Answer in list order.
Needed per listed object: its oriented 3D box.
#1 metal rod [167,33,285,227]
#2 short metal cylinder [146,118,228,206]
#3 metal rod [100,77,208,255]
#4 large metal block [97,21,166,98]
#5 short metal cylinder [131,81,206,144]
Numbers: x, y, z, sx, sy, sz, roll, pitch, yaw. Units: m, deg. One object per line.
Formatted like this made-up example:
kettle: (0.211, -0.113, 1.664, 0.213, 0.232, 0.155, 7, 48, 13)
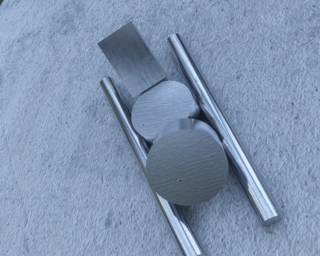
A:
metal rod: (0.065, -0.023, 0.385, 0.025, 0.025, 0.299, -28, 52, 10)
short metal cylinder: (0.028, 0.034, 0.327, 0.080, 0.080, 0.050, -28, 10, 10)
metal rod: (-0.024, 0.029, 0.399, 0.025, 0.025, 0.300, -35, 51, 5)
large metal block: (-0.034, -0.093, 0.425, 0.050, 0.080, 0.080, -32, 10, 8)
short metal cylinder: (0.011, -0.012, 0.391, 0.080, 0.050, 0.080, -13, 56, 21)
